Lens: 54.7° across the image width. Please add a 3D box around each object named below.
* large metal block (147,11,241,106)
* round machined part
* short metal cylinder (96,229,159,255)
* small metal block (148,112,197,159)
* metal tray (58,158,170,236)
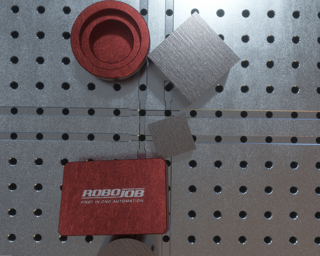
[{"bbox_3d":[0.041,-0.086,0.401,0.080,0.050,0.080,-43,91,0],"label":"large metal block"},{"bbox_3d":[-0.062,-0.110,0.404,0.099,0.042,0.097,0,90,-1],"label":"round machined part"},{"bbox_3d":[-0.042,0.173,0.400,0.081,0.050,0.079,0,90,-1],"label":"short metal cylinder"},{"bbox_3d":[0.016,0.011,0.414,0.050,0.025,0.050,-18,90,-1],"label":"small metal block"},{"bbox_3d":[-0.055,0.087,0.388,0.131,0.030,0.090,-3,70,6],"label":"metal tray"}]
